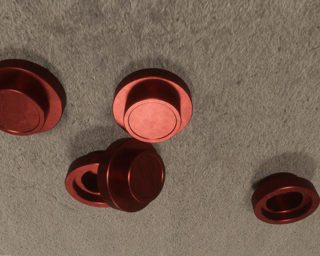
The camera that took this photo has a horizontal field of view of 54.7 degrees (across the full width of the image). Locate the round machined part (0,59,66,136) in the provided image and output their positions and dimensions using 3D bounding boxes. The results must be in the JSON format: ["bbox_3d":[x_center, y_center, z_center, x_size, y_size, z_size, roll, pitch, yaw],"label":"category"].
[{"bbox_3d":[-0.167,-0.029,0.369,0.099,0.042,0.097,-1,130,0],"label":"round machined part"}]

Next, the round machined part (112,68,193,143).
[{"bbox_3d":[-0.009,-0.020,0.379,0.099,0.042,0.097,-1,130,0],"label":"round machined part"}]

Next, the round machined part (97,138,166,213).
[{"bbox_3d":[-0.030,0.062,0.407,0.042,0.098,0.098,-2,138,41],"label":"round machined part"}]

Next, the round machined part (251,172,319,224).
[{"bbox_3d":[0.194,0.108,0.491,0.099,0.042,0.097,-1,130,0],"label":"round machined part"}]

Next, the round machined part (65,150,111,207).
[{"bbox_3d":[-0.085,0.071,0.455,0.099,0.042,0.097,0,130,0],"label":"round machined part"}]
